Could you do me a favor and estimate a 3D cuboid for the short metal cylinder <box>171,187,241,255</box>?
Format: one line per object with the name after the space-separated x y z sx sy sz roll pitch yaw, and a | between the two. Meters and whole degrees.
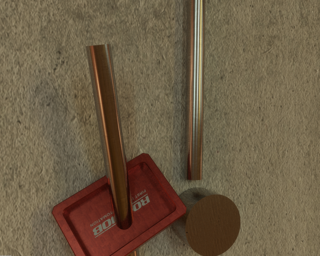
0.060 0.125 0.420 0.081 0.050 0.079 0 90 -21 | short metal cylinder

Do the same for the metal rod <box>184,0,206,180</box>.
0.049 -0.079 0.428 0.025 0.025 0.298 1 90 -20 | metal rod

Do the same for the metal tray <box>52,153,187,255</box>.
-0.046 0.100 0.368 0.131 0.030 0.090 -30 70 -18 | metal tray

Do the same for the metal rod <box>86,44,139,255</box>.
-0.049 0.058 0.357 0.025 0.025 0.298 -12 107 -20 | metal rod
